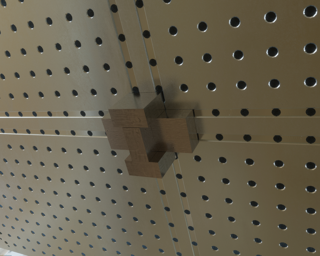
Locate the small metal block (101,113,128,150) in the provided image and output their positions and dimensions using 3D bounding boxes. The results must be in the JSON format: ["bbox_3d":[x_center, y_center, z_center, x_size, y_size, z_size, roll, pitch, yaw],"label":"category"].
[{"bbox_3d":[-0.048,0.003,0.437,0.050,0.025,0.050,1,119,27],"label":"small metal block"}]

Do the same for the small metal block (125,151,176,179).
[{"bbox_3d":[-0.012,0.042,0.426,0.050,0.050,0.025,1,119,27],"label":"small metal block"}]

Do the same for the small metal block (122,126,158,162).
[{"bbox_3d":[-0.020,0.009,0.409,0.025,0.050,0.050,1,119,27],"label":"small metal block"}]

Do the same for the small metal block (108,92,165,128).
[{"bbox_3d":[-0.028,-0.024,0.393,0.050,0.050,0.025,1,119,27],"label":"small metal block"}]

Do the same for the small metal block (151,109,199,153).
[{"bbox_3d":[0.019,0.004,0.402,0.050,0.025,0.050,1,119,27],"label":"small metal block"}]
